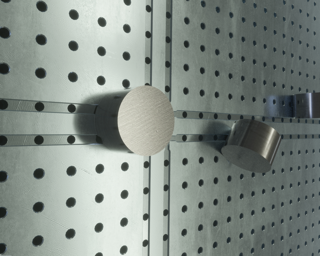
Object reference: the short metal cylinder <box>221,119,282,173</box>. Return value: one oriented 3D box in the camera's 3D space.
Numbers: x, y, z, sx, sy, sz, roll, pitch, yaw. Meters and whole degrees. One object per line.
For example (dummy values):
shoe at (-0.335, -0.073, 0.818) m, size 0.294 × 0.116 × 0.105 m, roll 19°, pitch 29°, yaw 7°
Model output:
short metal cylinder at (0.146, 0.029, 0.495) m, size 0.080 × 0.080 × 0.050 m, roll 44°, pitch 64°, yaw -31°

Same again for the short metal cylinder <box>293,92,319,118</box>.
short metal cylinder at (0.318, -0.047, 0.639) m, size 0.081 × 0.080 × 0.050 m, roll -5°, pitch 94°, yaw -40°

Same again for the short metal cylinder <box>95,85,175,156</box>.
short metal cylinder at (-0.029, -0.008, 0.368) m, size 0.081 × 0.050 × 0.079 m, roll 0°, pitch 90°, yaw -40°
